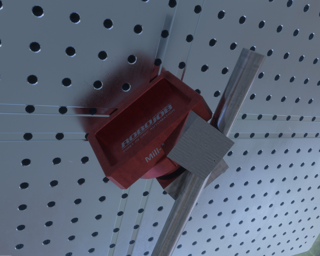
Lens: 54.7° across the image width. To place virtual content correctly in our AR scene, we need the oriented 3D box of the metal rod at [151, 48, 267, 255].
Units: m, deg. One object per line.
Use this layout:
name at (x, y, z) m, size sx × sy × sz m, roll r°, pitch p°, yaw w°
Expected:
metal rod at (0.047, 0.053, 0.367) m, size 0.025 × 0.025 × 0.298 m, roll 7°, pitch 115°, yaw -32°

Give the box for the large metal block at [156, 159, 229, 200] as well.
large metal block at (0.030, 0.043, 0.417) m, size 0.080 × 0.080 × 0.050 m, roll -40°, pitch 130°, yaw -1°

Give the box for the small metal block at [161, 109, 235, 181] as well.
small metal block at (0.038, 0.018, 0.318) m, size 0.050 × 0.025 × 0.050 m, roll 35°, pitch 97°, yaw -20°

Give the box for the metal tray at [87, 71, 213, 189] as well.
metal tray at (-0.016, -0.002, 0.360) m, size 0.130 × 0.090 × 0.030 m, roll -40°, pitch 130°, yaw -2°

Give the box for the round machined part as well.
round machined part at (-0.002, 0.020, 0.382) m, size 0.098 × 0.098 × 0.042 m, roll -41°, pitch 130°, yaw -1°
